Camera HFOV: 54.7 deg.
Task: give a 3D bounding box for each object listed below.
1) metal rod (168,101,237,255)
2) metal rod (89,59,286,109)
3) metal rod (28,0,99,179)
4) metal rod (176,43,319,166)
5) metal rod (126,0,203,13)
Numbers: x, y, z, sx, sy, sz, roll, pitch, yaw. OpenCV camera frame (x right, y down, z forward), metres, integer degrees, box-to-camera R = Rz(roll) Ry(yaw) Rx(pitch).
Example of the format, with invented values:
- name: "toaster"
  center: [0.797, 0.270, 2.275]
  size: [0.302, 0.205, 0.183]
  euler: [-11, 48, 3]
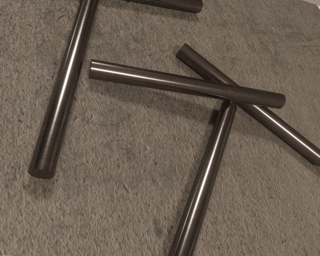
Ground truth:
- name: "metal rod"
  center: [0.055, 0.072, 0.391]
  size: [0.025, 0.025, 0.301]
  euler: [33, 51, -8]
- name: "metal rod"
  center: [0.051, -0.060, 0.451]
  size: [0.302, 0.025, 0.025]
  euler: [7, 59, -18]
- name: "metal rod"
  center: [-0.112, -0.079, 0.392]
  size: [0.025, 0.025, 0.300]
  euler: [17, 55, -19]
- name: "metal rod"
  center: [0.153, -0.037, 0.510]
  size: [0.301, 0.025, 0.025]
  euler: [37, 51, -4]
- name: "metal rod"
  center: [-0.058, -0.225, 0.511]
  size: [0.303, 0.025, 0.025]
  euler: [-2, 63, -30]
